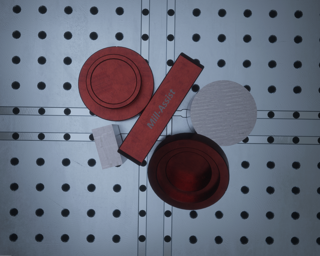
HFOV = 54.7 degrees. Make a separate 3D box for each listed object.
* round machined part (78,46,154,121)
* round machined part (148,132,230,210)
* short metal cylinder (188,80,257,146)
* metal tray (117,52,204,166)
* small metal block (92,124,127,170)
[{"bbox_3d":[-0.057,-0.057,0.400,0.099,0.042,0.097,0,90,0],"label":"round machined part"},{"bbox_3d":[0.037,0.050,0.390,0.098,0.042,0.097,4,112,9],"label":"round machined part"},{"bbox_3d":[0.077,-0.018,0.397,0.081,0.050,0.079,0,90,0],"label":"short metal cylinder"},{"bbox_3d":[0.001,-0.021,0.377,0.030,0.090,0.130,33,90,0],"label":"metal tray"},{"bbox_3d":[-0.063,0.023,0.396,0.025,0.050,0.050,-15,90,0],"label":"small metal block"}]
